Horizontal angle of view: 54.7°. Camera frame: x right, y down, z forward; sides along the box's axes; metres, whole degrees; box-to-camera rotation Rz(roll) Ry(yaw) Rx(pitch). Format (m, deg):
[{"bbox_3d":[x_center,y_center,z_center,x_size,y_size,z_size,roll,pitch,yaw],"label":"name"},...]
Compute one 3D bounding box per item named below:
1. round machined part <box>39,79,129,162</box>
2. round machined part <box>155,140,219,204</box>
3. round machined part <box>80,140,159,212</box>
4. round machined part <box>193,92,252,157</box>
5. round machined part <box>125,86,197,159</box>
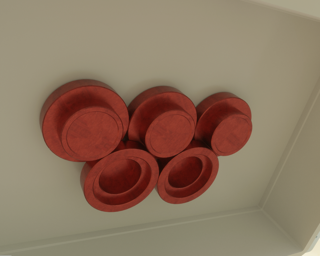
[{"bbox_3d":[-0.081,-0.002,0.349,0.099,0.042,0.097,-14,124,-22],"label":"round machined part"},{"bbox_3d":[0.032,0.059,0.449,0.099,0.042,0.097,-14,124,-21],"label":"round machined part"},{"bbox_3d":[-0.054,0.057,0.401,0.099,0.042,0.097,-14,124,-21],"label":"round machined part"},{"bbox_3d":[0.092,0.001,0.445,0.099,0.042,0.097,-13,123,-21],"label":"round machined part"},{"bbox_3d":[0.005,-0.001,0.397,0.099,0.042,0.097,-13,123,-21],"label":"round machined part"}]
